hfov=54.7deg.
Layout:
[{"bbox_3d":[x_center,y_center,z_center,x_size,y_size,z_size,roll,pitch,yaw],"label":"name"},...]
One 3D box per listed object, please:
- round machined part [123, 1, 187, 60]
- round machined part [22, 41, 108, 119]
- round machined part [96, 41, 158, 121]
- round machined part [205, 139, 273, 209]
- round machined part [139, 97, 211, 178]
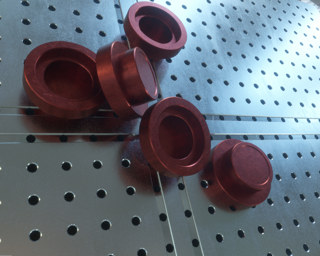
[{"bbox_3d":[-0.011,-0.146,0.482,0.099,0.042,0.098,14,56,-21],"label":"round machined part"},{"bbox_3d":[-0.111,-0.053,0.370,0.099,0.042,0.098,14,56,-21],"label":"round machined part"},{"bbox_3d":[-0.034,-0.061,0.383,0.098,0.042,0.097,-17,90,-74],"label":"round machined part"},{"bbox_3d":[0.115,0.058,0.426,0.099,0.042,0.098,14,56,-21],"label":"round machined part"},{"bbox_3d":[0.014,0.013,0.387,0.099,0.042,0.098,13,68,-35],"label":"round machined part"}]
